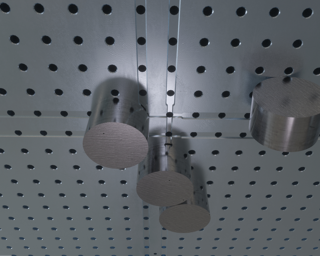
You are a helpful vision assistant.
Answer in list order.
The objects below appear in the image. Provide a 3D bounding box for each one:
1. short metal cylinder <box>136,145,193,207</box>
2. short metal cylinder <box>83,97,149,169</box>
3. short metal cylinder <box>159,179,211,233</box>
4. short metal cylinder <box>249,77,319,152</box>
[{"bbox_3d":[0.007,0.071,0.456,0.081,0.050,0.079,0,130,0],"label":"short metal cylinder"},{"bbox_3d":[-0.055,0.007,0.401,0.081,0.050,0.079,0,130,0],"label":"short metal cylinder"},{"bbox_3d":[0.039,0.127,0.504,0.081,0.050,0.079,0,130,0],"label":"short metal cylinder"},{"bbox_3d":[0.148,-0.018,0.362,0.080,0.080,0.050,-4,130,3],"label":"short metal cylinder"}]
